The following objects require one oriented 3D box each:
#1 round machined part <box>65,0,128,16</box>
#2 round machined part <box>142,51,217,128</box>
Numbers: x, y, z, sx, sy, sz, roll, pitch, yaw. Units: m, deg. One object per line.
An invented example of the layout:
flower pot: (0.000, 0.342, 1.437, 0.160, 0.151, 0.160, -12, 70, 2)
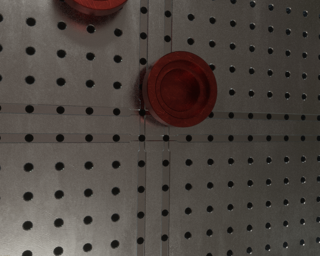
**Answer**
round machined part: (-0.080, -0.184, 0.374, 0.099, 0.042, 0.097, 0, 91, -20)
round machined part: (0.023, -0.049, 0.413, 0.099, 0.042, 0.097, 0, 90, -21)
